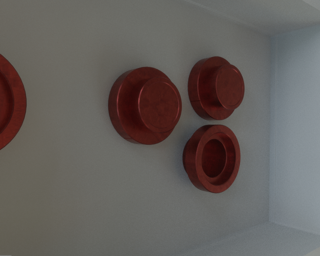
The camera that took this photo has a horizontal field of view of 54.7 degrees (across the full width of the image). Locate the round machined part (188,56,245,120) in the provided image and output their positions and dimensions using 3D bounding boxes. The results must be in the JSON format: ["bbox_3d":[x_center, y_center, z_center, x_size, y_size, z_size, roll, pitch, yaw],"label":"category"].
[{"bbox_3d":[0.092,-0.060,0.472,0.099,0.042,0.097,0,90,-40],"label":"round machined part"}]

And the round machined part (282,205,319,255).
[{"bbox_3d":[0.277,0.202,0.596,0.042,0.098,0.097,-7,95,-25],"label":"round machined part"}]

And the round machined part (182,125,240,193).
[{"bbox_3d":[0.072,0.044,0.455,0.099,0.042,0.097,0,90,-40],"label":"round machined part"}]

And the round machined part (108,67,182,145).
[{"bbox_3d":[-0.011,-0.027,0.386,0.099,0.042,0.097,0,90,-40],"label":"round machined part"}]

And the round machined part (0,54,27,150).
[{"bbox_3d":[-0.167,-0.022,0.253,0.099,0.042,0.097,0,90,-43],"label":"round machined part"}]
